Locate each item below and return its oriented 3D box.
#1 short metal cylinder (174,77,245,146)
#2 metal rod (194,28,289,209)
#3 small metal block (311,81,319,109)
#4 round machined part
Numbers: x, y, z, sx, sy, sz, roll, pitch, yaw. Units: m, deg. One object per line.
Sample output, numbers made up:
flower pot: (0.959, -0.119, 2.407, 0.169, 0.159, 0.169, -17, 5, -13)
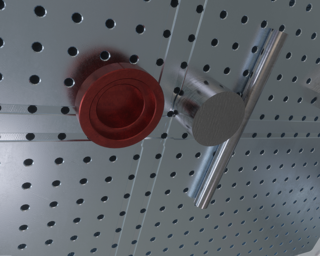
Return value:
short metal cylinder: (0.066, -0.022, 0.417, 0.081, 0.050, 0.079, -14, 124, -21)
metal rod: (0.116, 0.000, 0.474, 0.025, 0.025, 0.298, 6, 116, -31)
small metal block: (0.293, -0.062, 0.533, 0.050, 0.025, 0.050, -41, 130, 0)
round machined part: (-0.048, -0.029, 0.356, 0.099, 0.042, 0.097, -14, 124, -21)
